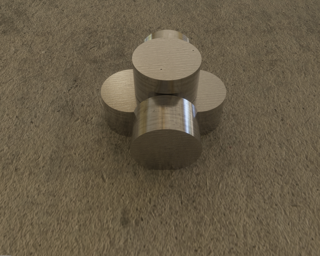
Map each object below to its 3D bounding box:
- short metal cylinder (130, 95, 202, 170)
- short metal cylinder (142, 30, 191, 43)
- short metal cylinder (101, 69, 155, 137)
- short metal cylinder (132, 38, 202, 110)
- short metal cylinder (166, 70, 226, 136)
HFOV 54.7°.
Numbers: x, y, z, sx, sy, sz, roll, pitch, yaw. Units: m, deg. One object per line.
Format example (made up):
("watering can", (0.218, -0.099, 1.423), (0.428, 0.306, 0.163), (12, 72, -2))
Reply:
("short metal cylinder", (0.007, 0.007, 0.363), (0.081, 0.080, 0.050), (0, 50, 0))
("short metal cylinder", (0.010, -0.093, 0.448), (0.081, 0.080, 0.050), (0, 50, -1))
("short metal cylinder", (-0.035, -0.034, 0.416), (0.081, 0.050, 0.080), (0, 50, 0))
("short metal cylinder", (0.008, -0.066, 0.378), (0.081, 0.050, 0.080), (0, 50, 0))
("short metal cylinder", (0.045, -0.034, 0.418), (0.081, 0.050, 0.080), (0, 50, 0))
